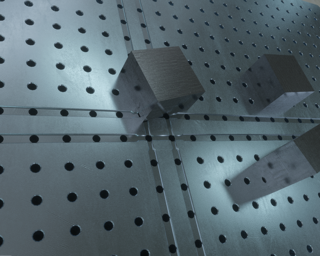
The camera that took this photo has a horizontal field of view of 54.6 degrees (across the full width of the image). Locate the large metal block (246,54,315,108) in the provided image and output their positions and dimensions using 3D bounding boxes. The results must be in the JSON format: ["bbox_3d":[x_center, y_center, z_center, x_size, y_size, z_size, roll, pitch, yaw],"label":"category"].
[{"bbox_3d":[0.215,-0.084,0.558,0.081,0.050,0.080,-6,65,-31],"label":"large metal block"}]

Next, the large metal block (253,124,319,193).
[{"bbox_3d":[0.200,0.044,0.453,0.081,0.080,0.050,-21,73,-36],"label":"large metal block"}]

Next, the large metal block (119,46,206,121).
[{"bbox_3d":[0.002,-0.063,0.431,0.081,0.050,0.080,-16,70,-34],"label":"large metal block"}]
